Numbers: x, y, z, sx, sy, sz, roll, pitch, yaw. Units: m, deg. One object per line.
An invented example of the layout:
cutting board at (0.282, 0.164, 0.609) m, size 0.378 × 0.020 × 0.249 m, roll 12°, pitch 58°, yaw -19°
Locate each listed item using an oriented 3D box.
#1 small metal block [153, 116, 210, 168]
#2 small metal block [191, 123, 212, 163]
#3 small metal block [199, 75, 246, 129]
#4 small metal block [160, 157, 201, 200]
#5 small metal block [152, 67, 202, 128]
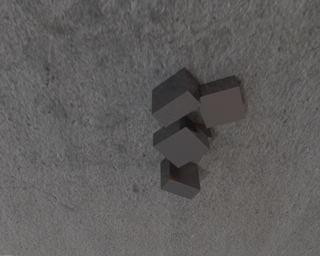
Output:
small metal block at (0.027, 0.017, 0.390) m, size 0.050 × 0.025 × 0.050 m, roll -33°, pitch 123°, yaw 24°
small metal block at (0.037, 0.018, 0.423) m, size 0.050 × 0.025 × 0.050 m, roll 11°, pitch 129°, yaw -10°
small metal block at (0.074, -0.032, 0.382) m, size 0.050 × 0.025 × 0.050 m, roll -15°, pitch 129°, yaw 12°
small metal block at (0.029, 0.070, 0.451) m, size 0.050 × 0.050 × 0.025 m, roll 23°, pitch 126°, yaw -19°
small metal block at (0.018, -0.036, 0.360) m, size 0.050 × 0.050 × 0.025 m, roll -32°, pitch 123°, yaw 24°
